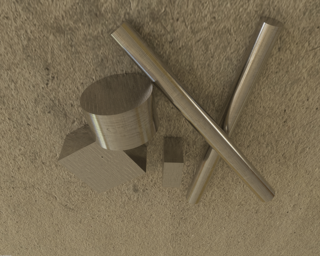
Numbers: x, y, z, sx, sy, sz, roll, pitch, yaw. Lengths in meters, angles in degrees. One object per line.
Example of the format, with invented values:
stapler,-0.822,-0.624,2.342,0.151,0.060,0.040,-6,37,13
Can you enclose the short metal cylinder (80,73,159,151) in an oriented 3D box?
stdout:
short metal cylinder,-0.044,-0.020,0.354,0.080,0.080,0.050,-6,130,5

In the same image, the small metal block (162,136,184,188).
small metal block,0.017,0.047,0.431,0.025,0.050,0.050,2,130,-2

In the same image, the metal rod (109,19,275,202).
metal rod,0.054,-0.005,0.377,0.025,0.025,0.300,-33,115,24

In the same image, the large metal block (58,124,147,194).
large metal block,-0.074,0.035,0.419,0.080,0.050,0.080,-26,126,20

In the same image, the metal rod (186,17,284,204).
metal rod,0.084,0.003,0.410,0.025,0.025,0.298,9,130,-8
